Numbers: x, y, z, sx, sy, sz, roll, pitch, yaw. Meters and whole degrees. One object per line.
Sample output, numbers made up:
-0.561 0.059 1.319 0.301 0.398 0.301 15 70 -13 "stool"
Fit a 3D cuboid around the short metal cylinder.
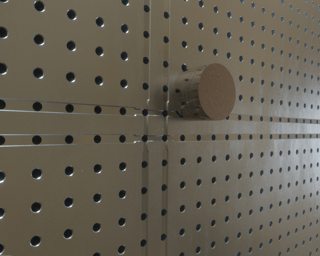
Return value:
0.065 -0.050 0.450 0.081 0.050 0.079 0 90 -40 "short metal cylinder"
